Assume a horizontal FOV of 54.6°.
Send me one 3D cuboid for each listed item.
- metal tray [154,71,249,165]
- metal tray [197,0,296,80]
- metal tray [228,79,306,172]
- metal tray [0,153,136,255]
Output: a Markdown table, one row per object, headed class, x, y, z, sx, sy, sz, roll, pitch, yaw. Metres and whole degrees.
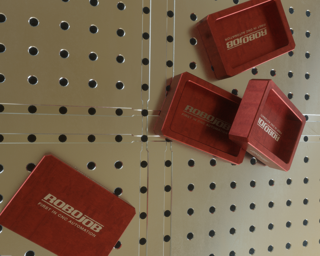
| class | x | y | z | sx | sy | sz | roll | pitch | yaw |
| --- | --- | --- | --- | --- | --- | --- | --- | --- | --- |
| metal tray | 0.068 | -0.011 | 0.434 | 0.131 | 0.030 | 0.090 | 22 | 83 | -19 |
| metal tray | 0.129 | -0.136 | 0.456 | 0.131 | 0.030 | 0.090 | -25 | 98 | -18 |
| metal tray | 0.157 | -0.001 | 0.441 | 0.130 | 0.030 | 0.090 | 31 | 78 | -40 |
| metal tray | -0.106 | 0.101 | 0.371 | 0.130 | 0.030 | 0.090 | 37 | 78 | -16 |
